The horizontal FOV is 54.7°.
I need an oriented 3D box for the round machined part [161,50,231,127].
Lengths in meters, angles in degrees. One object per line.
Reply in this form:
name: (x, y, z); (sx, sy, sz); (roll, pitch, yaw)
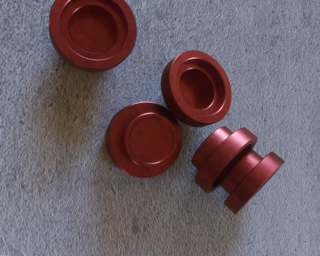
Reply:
round machined part: (0.043, -0.048, 0.406); (0.099, 0.042, 0.098); (8, 73, -29)

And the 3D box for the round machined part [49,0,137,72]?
round machined part: (-0.081, -0.115, 0.370); (0.099, 0.042, 0.097); (0, 90, -20)

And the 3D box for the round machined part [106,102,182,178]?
round machined part: (-0.017, 0.015, 0.394); (0.099, 0.042, 0.097); (0, 90, -20)

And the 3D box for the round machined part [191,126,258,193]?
round machined part: (0.080, 0.036, 0.410); (0.098, 0.098, 0.042); (-41, 67, -15)

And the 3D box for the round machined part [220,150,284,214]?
round machined part: (0.121, 0.068, 0.425); (0.098, 0.098, 0.042); (-41, 68, -15)
